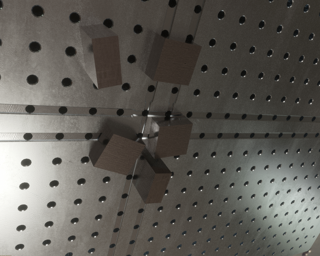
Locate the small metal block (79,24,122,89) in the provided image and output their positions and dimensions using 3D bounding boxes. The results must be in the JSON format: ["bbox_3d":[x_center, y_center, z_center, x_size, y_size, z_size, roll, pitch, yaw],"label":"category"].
[{"bbox_3d":[-0.061,-0.074,0.317,0.025,0.050,0.050,-15,125,-21],"label":"small metal block"}]

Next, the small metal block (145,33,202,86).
[{"bbox_3d":[0.015,-0.081,0.371,0.050,0.025,0.050,3,117,-30],"label":"small metal block"}]

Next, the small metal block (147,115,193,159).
[{"bbox_3d":[0.013,0.012,0.428,0.050,0.025,0.050,-6,121,-26],"label":"small metal block"}]

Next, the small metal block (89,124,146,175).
[{"bbox_3d":[-0.055,0.029,0.400,0.050,0.025,0.050,23,106,-37],"label":"small metal block"}]

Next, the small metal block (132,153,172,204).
[{"bbox_3d":[-0.013,0.069,0.433,0.025,0.050,0.050,5,116,-31],"label":"small metal block"}]
